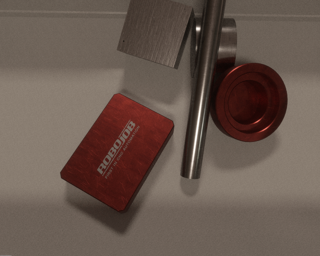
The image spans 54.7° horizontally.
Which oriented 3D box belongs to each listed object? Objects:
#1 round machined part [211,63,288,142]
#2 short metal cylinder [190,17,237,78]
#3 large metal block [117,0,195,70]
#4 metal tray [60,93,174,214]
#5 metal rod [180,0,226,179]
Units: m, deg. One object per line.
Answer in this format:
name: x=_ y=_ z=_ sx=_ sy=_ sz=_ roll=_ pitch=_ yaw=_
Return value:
round machined part: x=0.109 y=-0.033 z=0.399 sx=0.099 sy=0.042 sz=0.097 roll=-2 pitch=99 yaw=-14
short metal cylinder: x=0.070 y=-0.108 z=0.421 sx=0.050 sy=0.080 sz=0.080 roll=1 pitch=70 yaw=0
large metal block: x=-0.004 y=-0.132 z=0.427 sx=0.080 sy=0.050 sz=0.079 roll=19 pitch=100 yaw=6
metal tray: x=-0.051 y=0.030 z=0.395 sx=0.090 sy=0.030 sz=0.130 roll=28 pitch=72 yaw=9
metal rod: x=0.056 y=-0.086 z=0.370 sx=0.025 sy=0.025 sz=0.298 roll=8 pitch=98 yaw=2
